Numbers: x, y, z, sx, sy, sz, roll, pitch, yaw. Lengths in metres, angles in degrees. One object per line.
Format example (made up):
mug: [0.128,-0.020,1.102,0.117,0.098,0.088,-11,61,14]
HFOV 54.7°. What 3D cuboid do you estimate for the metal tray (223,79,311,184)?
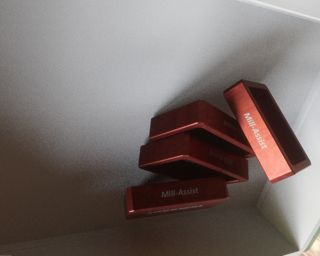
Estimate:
metal tray: [0.142,0.001,0.408,0.030,0.130,0.091,-35,161,33]

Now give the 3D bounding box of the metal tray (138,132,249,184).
metal tray: [0.048,0.049,0.424,0.131,0.030,0.090,24,150,-37]

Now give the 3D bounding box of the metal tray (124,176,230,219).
metal tray: [0.018,0.098,0.430,0.131,0.030,0.090,-5,158,-12]

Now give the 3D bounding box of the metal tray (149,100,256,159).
metal tray: [0.062,0.012,0.413,0.131,0.030,0.090,25,149,-37]
